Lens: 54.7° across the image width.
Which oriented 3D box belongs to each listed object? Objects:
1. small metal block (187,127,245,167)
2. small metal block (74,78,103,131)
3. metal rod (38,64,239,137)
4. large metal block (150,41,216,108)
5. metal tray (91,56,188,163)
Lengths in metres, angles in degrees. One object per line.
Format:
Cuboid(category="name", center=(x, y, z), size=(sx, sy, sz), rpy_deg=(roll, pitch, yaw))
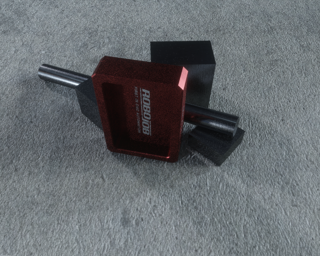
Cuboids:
Cuboid(category="small metal block", center=(0.071, 0.013, 0.395), size=(0.050, 0.025, 0.050), rpy_deg=(34, 58, 25))
Cuboid(category="small metal block", center=(-0.083, -0.030, 0.412), size=(0.050, 0.050, 0.025), rpy_deg=(37, 59, 26))
Cuboid(category="metal rod", center=(-0.043, -0.044, 0.423), size=(0.301, 0.025, 0.025), rpy_deg=(17, 52, 20))
Cuboid(category="large metal block", center=(0.028, -0.072, 0.428), size=(0.081, 0.080, 0.050), rpy_deg=(-2, 50, -2))
Cuboid(category="metal tray", center=(-0.019, -0.015, 0.349), size=(0.090, 0.129, 0.030), rpy_deg=(9, 51, 8))
